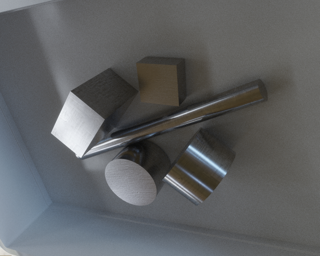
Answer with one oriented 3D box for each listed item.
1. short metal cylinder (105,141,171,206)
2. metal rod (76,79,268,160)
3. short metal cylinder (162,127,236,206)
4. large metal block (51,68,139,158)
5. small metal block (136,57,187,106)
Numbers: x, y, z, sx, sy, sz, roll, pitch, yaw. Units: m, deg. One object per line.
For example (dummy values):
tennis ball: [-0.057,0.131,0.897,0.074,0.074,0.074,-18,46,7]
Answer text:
short metal cylinder: [-0.031,0.064,0.444,0.080,0.050,0.079,13,124,20]
metal rod: [-0.009,-0.001,0.410,0.300,0.025,0.025,-19,109,35]
short metal cylinder: [0.046,0.046,0.375,0.050,0.080,0.079,37,129,3]
large metal block: [-0.084,-0.021,0.402,0.050,0.080,0.080,40,129,1]
small metal block: [0.003,-0.056,0.369,0.050,0.025,0.050,8,122,23]
